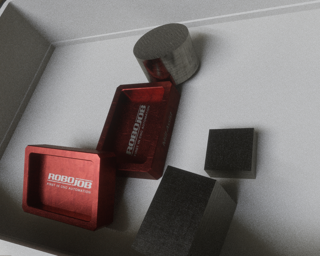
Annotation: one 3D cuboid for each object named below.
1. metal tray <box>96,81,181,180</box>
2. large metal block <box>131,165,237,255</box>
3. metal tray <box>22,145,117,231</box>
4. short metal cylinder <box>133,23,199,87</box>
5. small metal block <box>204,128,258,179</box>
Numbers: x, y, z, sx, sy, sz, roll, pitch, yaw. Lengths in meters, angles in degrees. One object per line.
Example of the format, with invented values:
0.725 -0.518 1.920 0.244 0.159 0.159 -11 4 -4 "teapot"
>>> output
-0.030 0.001 0.416 0.090 0.030 0.130 0 62 28 "metal tray"
0.028 0.093 0.298 0.050 0.080 0.080 13 69 33 "large metal block"
-0.118 0.071 0.395 0.130 0.030 0.089 3 91 29 "metal tray"
0.009 -0.103 0.437 0.080 0.050 0.080 -15 45 15 "short metal cylinder"
0.080 0.028 0.346 0.050 0.025 0.050 -2 61 26 "small metal block"
